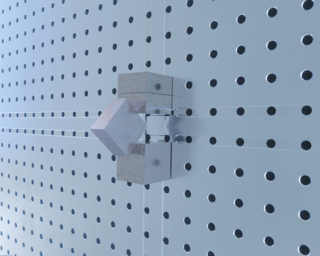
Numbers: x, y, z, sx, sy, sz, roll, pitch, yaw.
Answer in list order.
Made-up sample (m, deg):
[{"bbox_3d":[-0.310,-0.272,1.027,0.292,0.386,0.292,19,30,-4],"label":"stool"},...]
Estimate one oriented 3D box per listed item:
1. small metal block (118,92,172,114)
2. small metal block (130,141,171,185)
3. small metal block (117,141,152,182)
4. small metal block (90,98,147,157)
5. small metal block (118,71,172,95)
[{"bbox_3d":[-0.020,-0.031,0.407,0.050,0.050,0.025,3,92,39],"label":"small metal block"},{"bbox_3d":[-0.012,0.043,0.399,0.025,0.050,0.050,2,91,40],"label":"small metal block"},{"bbox_3d":[-0.031,0.043,0.416,0.025,0.050,0.050,2,91,40],"label":"small metal block"},{"bbox_3d":[-0.049,-0.001,0.377,0.025,0.050,0.050,1,48,40],"label":"small metal block"},{"bbox_3d":[-0.019,-0.057,0.406,0.050,0.050,0.025,3,92,39],"label":"small metal block"}]
